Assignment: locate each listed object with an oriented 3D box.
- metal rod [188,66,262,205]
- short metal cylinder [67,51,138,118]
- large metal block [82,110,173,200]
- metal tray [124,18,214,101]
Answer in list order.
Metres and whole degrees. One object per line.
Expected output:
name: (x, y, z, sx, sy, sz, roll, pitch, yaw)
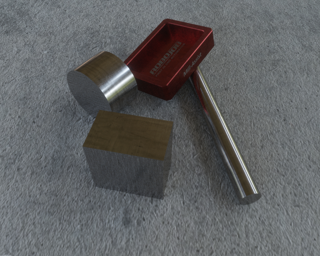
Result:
metal rod: (0.066, -0.034, 0.432, 0.025, 0.025, 0.300, -10, 51, -8)
short metal cylinder: (-0.076, -0.055, 0.413, 0.080, 0.080, 0.050, 31, 57, 23)
large metal block: (-0.031, 0.031, 0.341, 0.080, 0.080, 0.050, 9, 51, 7)
metal tray: (0.011, -0.107, 0.466, 0.090, 0.030, 0.130, 24, 64, 30)
